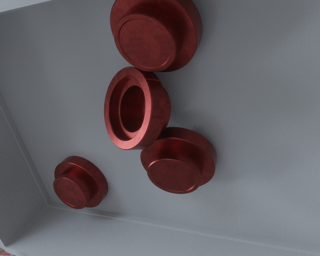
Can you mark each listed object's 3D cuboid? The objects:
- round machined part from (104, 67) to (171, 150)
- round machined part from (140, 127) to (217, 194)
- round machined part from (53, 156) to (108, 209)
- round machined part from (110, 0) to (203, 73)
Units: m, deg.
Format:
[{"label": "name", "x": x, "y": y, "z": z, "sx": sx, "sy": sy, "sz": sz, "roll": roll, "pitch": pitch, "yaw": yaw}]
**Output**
[{"label": "round machined part", "x": -0.024, "y": -0.023, "z": 0.375, "sx": 0.098, "sy": 0.042, "sz": 0.097, "roll": -2, "pitch": 87, "yaw": 49}, {"label": "round machined part", "x": 0.021, "y": 0.048, "z": 0.400, "sx": 0.098, "sy": 0.042, "sz": 0.097, "roll": 9, "pitch": 134, "yaw": 10}, {"label": "round machined part", "x": -0.142, "y": 0.100, "z": 0.532, "sx": 0.098, "sy": 0.042, "sz": 0.097, "roll": 13, "pitch": 124, "yaw": 20}, {"label": "round machined part", "x": -0.009, "y": -0.098, "z": 0.325, "sx": 0.098, "sy": 0.042, "sz": 0.097, "roll": 16, "pitch": 141, "yaw": 14}]
